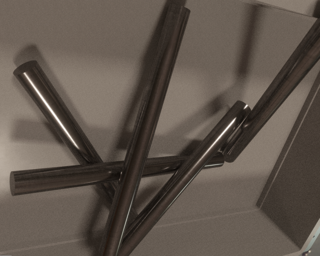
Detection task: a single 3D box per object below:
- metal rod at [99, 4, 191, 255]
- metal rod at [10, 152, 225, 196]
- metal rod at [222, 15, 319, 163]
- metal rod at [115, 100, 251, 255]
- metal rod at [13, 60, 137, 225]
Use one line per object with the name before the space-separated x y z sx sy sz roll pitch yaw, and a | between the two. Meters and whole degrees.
metal rod | -0.020 0.010 0.360 0.025 0.025 0.298 12 98 -34
metal rod | -0.028 0.053 0.403 0.302 0.025 0.025 -2 120 -37
metal rod | 0.137 -0.034 0.379 0.025 0.025 0.298 -15 152 -20
metal rod | 0.020 0.079 0.416 0.300 0.025 0.025 -48 130 -10
metal rod | -0.084 0.048 0.393 0.025 0.025 0.299 -31 129 -9
